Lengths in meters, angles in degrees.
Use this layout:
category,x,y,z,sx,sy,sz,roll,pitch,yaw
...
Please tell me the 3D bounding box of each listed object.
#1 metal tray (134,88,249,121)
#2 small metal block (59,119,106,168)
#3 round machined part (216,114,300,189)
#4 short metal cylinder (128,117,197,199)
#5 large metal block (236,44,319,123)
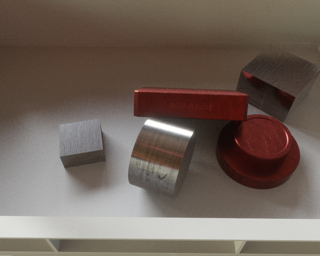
category,x,y,z,sx,sy,sz,roll,pitch,yaw
metal tray,0.037,-0.033,0.396,0.131,0.030,0.090,2,11,3
small metal block,-0.097,0.019,0.388,0.050,0.025,0.050,-9,51,-8
round machined part,0.120,0.021,0.378,0.099,0.042,0.098,0,50,0
short metal cylinder,0.005,0.032,0.342,0.050,0.080,0.080,17,52,13
large metal block,0.169,-0.066,0.447,0.080,0.050,0.080,35,58,25
